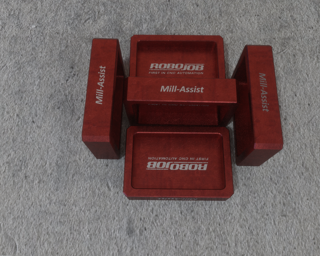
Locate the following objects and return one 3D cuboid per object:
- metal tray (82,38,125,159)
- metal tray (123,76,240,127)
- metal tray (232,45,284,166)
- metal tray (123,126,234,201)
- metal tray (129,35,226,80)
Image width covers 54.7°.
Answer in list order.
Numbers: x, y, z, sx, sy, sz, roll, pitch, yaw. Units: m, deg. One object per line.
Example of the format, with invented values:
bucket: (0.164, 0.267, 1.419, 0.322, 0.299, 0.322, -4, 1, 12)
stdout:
metal tray: (-0.066, -0.033, 0.387, 0.030, 0.090, 0.130, 1, 71, 0)
metal tray: (0.025, -0.029, 0.387, 0.131, 0.090, 0.030, 1, 72, 0)
metal tray: (0.115, -0.025, 0.384, 0.030, 0.090, 0.130, 1, 70, 1)
metal tray: (0.022, 0.044, 0.392, 0.131, 0.030, 0.090, 1, 69, 0)
metal tray: (0.024, -0.085, 0.438, 0.131, 0.030, 0.090, 0, 73, 0)
